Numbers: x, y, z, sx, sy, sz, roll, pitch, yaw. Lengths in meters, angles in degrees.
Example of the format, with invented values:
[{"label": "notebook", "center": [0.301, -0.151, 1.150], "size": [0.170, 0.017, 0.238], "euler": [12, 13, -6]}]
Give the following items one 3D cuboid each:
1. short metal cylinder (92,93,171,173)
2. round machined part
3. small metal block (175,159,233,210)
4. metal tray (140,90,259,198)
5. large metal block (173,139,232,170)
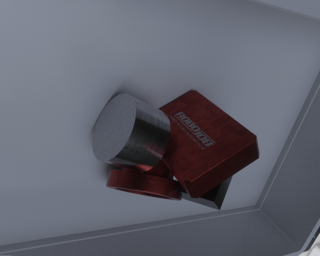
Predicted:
[{"label": "short metal cylinder", "center": [-0.034, 0.007, 0.358], "size": [0.050, 0.080, 0.080], "euler": [25, 105, -37]}, {"label": "round machined part", "center": [-0.017, 0.065, 0.404], "size": [0.099, 0.098, 0.042], "euler": [22, 71, -37]}, {"label": "small metal block", "center": [0.054, 0.065, 0.374], "size": [0.050, 0.050, 0.025], "euler": [-62, 142, -24]}, {"label": "metal tray", "center": [0.041, 0.012, 0.369], "size": [0.090, 0.130, 0.030], "euler": [-31, 130, -9]}, {"label": "large metal block", "center": [0.058, 0.027, 0.431], "size": [0.081, 0.050, 0.079], "euler": [-14, 129, -21]}]
